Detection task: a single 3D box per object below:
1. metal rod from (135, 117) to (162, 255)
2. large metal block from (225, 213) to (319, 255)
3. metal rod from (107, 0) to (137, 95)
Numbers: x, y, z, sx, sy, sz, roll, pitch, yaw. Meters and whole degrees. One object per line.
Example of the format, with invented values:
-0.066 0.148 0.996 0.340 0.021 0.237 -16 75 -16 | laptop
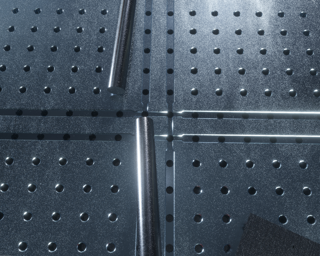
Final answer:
-0.012 0.117 0.333 0.025 0.025 0.299 -4 57 -1 | metal rod
0.118 0.151 0.344 0.080 0.050 0.080 24 72 8 | large metal block
-0.050 -0.192 0.481 0.025 0.025 0.299 4 70 1 | metal rod
